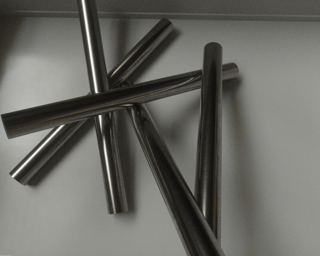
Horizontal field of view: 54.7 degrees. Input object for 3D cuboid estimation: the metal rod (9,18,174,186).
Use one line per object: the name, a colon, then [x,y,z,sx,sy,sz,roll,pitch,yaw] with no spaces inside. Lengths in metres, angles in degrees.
metal rod: [-0.083,-0.046,0.425,0.025,0.025,0.301,37,74,12]

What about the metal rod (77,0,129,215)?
metal rod: [-0.077,-0.043,0.398,0.025,0.025,0.298,-10,80,-4]

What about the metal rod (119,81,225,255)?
metal rod: [-0.001,0.029,0.315,0.025,0.025,0.300,-19,38,-7]

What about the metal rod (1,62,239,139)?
metal rod: [-0.023,-0.041,0.369,0.302,0.025,0.025,-18,70,-29]

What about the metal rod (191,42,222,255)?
metal rod: [0.052,0.013,0.324,0.025,0.025,0.300,8,53,2]
